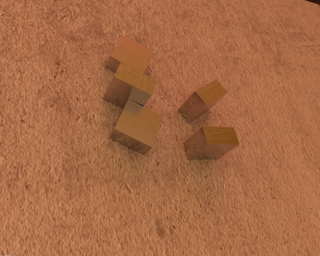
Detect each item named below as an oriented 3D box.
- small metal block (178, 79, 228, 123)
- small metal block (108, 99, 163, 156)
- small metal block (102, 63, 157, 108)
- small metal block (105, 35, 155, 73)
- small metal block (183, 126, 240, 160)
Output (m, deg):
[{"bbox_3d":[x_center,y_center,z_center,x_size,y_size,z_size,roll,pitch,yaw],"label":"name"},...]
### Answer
[{"bbox_3d":[0.061,-0.038,0.443,0.050,0.050,0.025,-31,79,-38],"label":"small metal block"},{"bbox_3d":[-0.029,-0.001,0.388,0.050,0.025,0.050,27,52,-11],"label":"small metal block"},{"bbox_3d":[-0.040,-0.048,0.395,0.050,0.050,0.025,26,53,-13],"label":"small metal block"},{"bbox_3d":[-0.042,-0.096,0.439,0.050,0.025,0.050,30,52,-9],"label":"small metal block"},{"bbox_3d":[0.067,0.021,0.411,0.050,0.050,0.025,2,61,-27],"label":"small metal block"}]
